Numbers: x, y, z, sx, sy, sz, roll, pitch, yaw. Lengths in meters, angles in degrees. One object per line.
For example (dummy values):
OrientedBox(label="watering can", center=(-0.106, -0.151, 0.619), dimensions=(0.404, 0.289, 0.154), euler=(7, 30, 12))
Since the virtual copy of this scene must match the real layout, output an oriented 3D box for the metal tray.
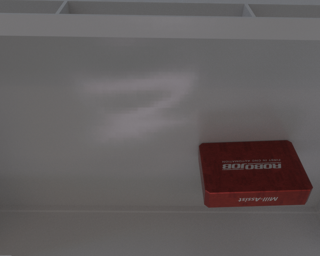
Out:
OrientedBox(label="metal tray", center=(0.121, 0.059, 0.417), dimensions=(0.131, 0.090, 0.030), euler=(-2, 130, 1))
